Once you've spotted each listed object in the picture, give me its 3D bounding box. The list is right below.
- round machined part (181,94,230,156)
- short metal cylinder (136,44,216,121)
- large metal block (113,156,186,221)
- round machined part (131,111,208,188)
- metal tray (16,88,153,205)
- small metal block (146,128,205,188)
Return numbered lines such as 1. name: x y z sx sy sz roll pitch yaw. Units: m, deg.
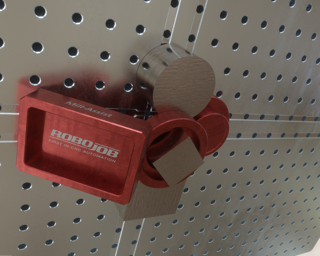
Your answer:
1. round machined part: 0.056 0.001 0.430 0.099 0.042 0.097 -14 124 -21
2. short metal cylinder: 0.018 -0.054 0.371 0.081 0.050 0.079 -14 124 -21
3. large metal block: -0.015 0.077 0.431 0.081 0.050 0.079 1 118 -29
4. round machined part: 0.006 0.022 0.379 0.099 0.042 0.097 -14 124 -21
5. metal tray: -0.082 0.020 0.329 0.131 0.030 0.089 17 114 4
6. small metal block: 0.017 0.034 0.361 0.050 0.025 0.050 -36 129 -4
